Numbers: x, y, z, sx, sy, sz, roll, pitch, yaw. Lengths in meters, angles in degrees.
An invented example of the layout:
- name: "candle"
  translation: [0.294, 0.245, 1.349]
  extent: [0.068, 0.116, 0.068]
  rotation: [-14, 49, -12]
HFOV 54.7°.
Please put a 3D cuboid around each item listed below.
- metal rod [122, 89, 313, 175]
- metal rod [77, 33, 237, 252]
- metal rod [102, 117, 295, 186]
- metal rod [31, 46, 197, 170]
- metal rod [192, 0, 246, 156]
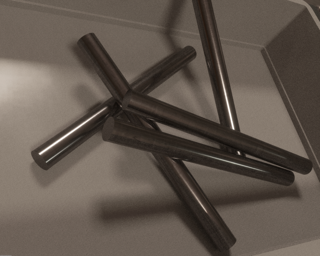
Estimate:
- name: "metal rod"
  translation: [0.092, 0.014, 0.405]
  extent: [0.302, 0.025, 0.025]
  rotation: [19, 54, -26]
- name: "metal rod"
  translation: [-0.005, 0.015, 0.372]
  extent: [0.025, 0.025, 0.299]
  rotation: [-33, 87, -38]
- name: "metal rod"
  translation: [0.070, 0.038, 0.385]
  extent: [0.302, 0.025, 0.025]
  rotation: [17, 54, -33]
- name: "metal rod"
  translation: [-0.037, -0.045, 0.414]
  extent: [0.025, 0.025, 0.302]
  rotation: [45, 51, 3]
- name: "metal rod"
  translation: [0.075, -0.100, 0.427]
  extent: [0.025, 0.025, 0.298]
  rotation: [-19, 98, -35]
